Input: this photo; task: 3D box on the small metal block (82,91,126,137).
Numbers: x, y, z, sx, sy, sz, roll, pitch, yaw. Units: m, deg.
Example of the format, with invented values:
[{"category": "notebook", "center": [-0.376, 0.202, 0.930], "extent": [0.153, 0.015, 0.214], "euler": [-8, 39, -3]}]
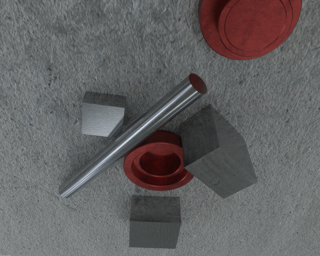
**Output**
[{"category": "small metal block", "center": [-0.071, -0.016, 0.392], "extent": [0.050, 0.025, 0.050], "euler": [7, 130, -6]}]

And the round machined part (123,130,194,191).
[{"category": "round machined part", "center": [0.001, 0.041, 0.430], "extent": [0.099, 0.042, 0.097], "euler": [0, 131, 1]}]

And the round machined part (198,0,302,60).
[{"category": "round machined part", "center": [0.088, -0.110, 0.303], "extent": [0.099, 0.042, 0.097], "euler": [0, 130, 0]}]

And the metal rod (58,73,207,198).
[{"category": "metal rod", "center": [-0.056, 0.028, 0.399], "extent": [0.025, 0.025, 0.299], "euler": [32, 132, -24]}]

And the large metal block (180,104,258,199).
[{"category": "large metal block", "center": [0.073, 0.030, 0.397], "extent": [0.050, 0.080, 0.080], "euler": [-35, 122, 25]}]

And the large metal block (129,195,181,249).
[{"category": "large metal block", "center": [-0.010, 0.161, 0.528], "extent": [0.081, 0.050, 0.079], "euler": [3, 130, -3]}]
